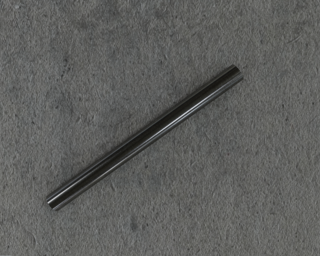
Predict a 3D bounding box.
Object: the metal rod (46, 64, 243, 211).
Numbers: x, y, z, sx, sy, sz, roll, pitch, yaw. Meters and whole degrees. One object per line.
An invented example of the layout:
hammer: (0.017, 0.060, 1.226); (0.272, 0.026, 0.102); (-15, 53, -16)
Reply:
metal rod: (-0.020, 0.013, 0.411); (0.301, 0.025, 0.025); (-35, 90, 0)
